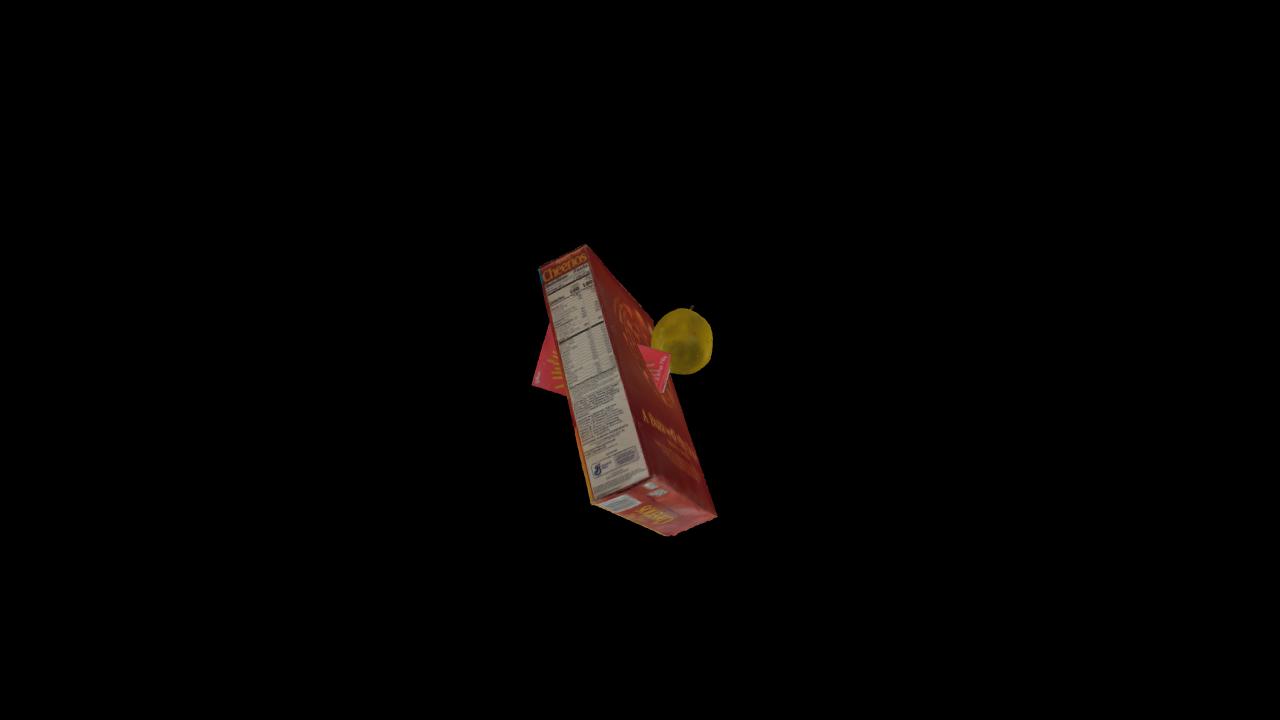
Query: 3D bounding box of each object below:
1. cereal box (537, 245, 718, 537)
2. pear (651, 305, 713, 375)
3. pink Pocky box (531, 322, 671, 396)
[{"bbox_3d":[-0.016,0.038,0.728,0.081,0.306,0.203,-26,-32,13],"label":"cereal box"},{"bbox_3d":[0.052,-0.031,0.746,0.080,0.080,0.111,0,24,7],"label":"pear"},{"bbox_3d":[-0.045,0.012,0.726,0.155,0.084,0.029,17,1,12],"label":"pink Pocky box"}]
